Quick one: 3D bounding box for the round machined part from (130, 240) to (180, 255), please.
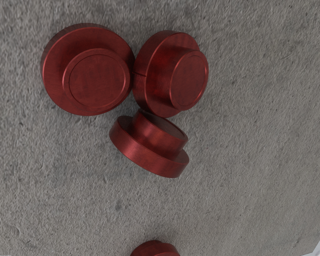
[{"bbox_3d":[-0.015,0.233,0.532,0.099,0.042,0.097,-14,124,-21],"label":"round machined part"}]

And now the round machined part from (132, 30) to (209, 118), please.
[{"bbox_3d":[0.018,-0.057,0.348,0.099,0.042,0.097,-27,129,-40],"label":"round machined part"}]

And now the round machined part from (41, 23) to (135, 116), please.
[{"bbox_3d":[-0.070,-0.055,0.323,0.099,0.042,0.097,-14,124,-21],"label":"round machined part"}]

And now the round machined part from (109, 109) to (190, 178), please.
[{"bbox_3d":[-0.006,0.012,0.363,0.099,0.098,0.042,22,106,-37],"label":"round machined part"}]
